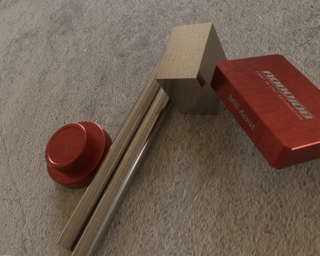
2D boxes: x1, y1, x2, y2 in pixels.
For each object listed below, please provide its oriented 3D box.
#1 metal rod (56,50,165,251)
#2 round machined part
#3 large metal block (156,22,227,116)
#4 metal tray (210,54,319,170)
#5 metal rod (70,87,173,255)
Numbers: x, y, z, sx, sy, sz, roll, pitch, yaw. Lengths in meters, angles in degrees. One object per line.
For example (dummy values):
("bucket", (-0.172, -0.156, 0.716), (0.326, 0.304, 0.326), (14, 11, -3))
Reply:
("metal rod", (-0.048, 0.016, 0.417), (0.025, 0.025, 0.300), (16, 70, 34))
("round machined part", (-0.120, 0.032, 0.434), (0.098, 0.042, 0.098), (-13, 56, 20))
("large metal block", (0.045, -0.071, 0.388), (0.050, 0.080, 0.080), (4, 64, 30))
("metal tray", (0.123, -0.025, 0.322), (0.091, 0.030, 0.130), (-11, 49, -19))
("metal rod", (-0.045, 0.060, 0.388), (0.025, 0.025, 0.300), (15, 69, 34))
